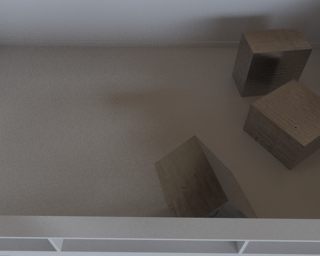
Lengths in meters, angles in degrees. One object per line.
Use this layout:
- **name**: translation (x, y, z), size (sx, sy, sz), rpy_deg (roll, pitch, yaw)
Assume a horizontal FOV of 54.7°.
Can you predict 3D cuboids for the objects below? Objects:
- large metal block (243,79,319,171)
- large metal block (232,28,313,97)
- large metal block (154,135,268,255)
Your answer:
- **large metal block**: translation (0.168, -0.007, 0.395), size (0.081, 0.050, 0.080), rpy_deg (-29, 56, -22)
- **large metal block**: translation (0.158, -0.094, 0.449), size (0.081, 0.080, 0.050), rpy_deg (-6, 50, -5)
- **large metal block**: translation (0.047, 0.067, 0.295), size (0.050, 0.080, 0.080), rpy_deg (-37, 39, 13)
